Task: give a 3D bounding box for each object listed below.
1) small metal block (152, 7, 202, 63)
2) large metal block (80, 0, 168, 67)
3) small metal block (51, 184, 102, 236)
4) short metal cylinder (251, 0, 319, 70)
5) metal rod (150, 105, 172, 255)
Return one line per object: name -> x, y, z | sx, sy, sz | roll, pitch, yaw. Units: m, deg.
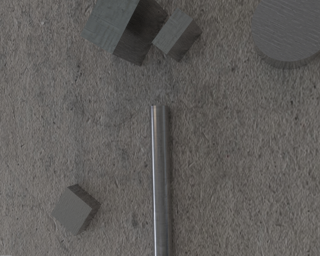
small metal block -> 0.023, -0.114, 0.388 | 0.025, 0.050, 0.050 | 42, 103, 15
large metal block -> -0.042, -0.132, 0.395 | 0.050, 0.080, 0.080 | 32, 101, 17
small metal block -> -0.122, 0.119, 0.452 | 0.050, 0.025, 0.050 | 35, 101, 16
short metal cylinder -> 0.145, -0.109, 0.345 | 0.080, 0.050, 0.080 | 0, 90, 20
metal rod -> 0.003, 0.120, 0.408 | 0.025, 0.025, 0.298 | -2, 89, 20
